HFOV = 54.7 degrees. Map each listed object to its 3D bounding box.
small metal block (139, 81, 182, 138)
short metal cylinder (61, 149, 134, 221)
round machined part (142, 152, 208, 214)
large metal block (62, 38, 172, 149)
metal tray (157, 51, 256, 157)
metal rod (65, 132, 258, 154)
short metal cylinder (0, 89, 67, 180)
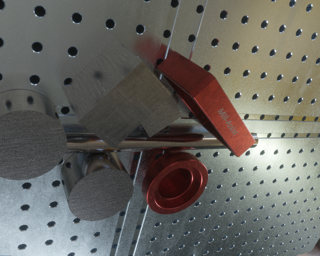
[{"bbox_3d":[-0.007,-0.024,0.392,0.050,0.025,0.050,-34,129,-6],"label":"small metal block"},{"bbox_3d":[-0.080,0.070,0.394,0.081,0.050,0.079,-14,124,-21],"label":"short metal cylinder"},{"bbox_3d":[0.018,0.076,0.457,0.099,0.042,0.097,-14,124,-21],"label":"round machined part"},{"bbox_3d":[-0.048,-0.039,0.325,0.080,0.080,0.050,-44,130,2],"label":"large metal block"},{"bbox_3d":[0.058,-0.028,0.383,0.030,0.090,0.130,-43,129,1],"label":"metal tray"},{"bbox_3d":[0.019,0.019,0.433,0.303,0.025,0.025,1,118,-29],"label":"metal rod"},{"bbox_3d":[-0.142,0.007,0.320,0.081,0.050,0.079,-14,124,-21],"label":"short metal cylinder"}]
